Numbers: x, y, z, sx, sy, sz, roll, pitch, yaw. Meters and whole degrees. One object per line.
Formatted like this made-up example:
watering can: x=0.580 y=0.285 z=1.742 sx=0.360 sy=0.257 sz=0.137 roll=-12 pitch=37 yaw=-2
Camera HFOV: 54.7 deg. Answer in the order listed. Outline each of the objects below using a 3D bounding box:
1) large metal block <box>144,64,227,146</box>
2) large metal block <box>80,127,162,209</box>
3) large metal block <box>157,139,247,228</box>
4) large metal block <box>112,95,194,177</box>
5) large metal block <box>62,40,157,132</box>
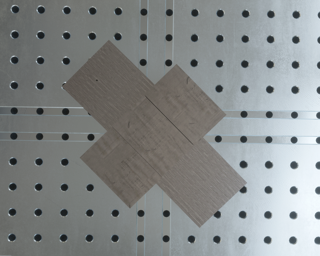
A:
large metal block: x=0.028 y=-0.026 z=0.387 sx=0.050 sy=0.080 sz=0.080 roll=-44 pitch=91 yaw=0
large metal block: x=-0.044 y=0.044 z=0.386 sx=0.050 sy=0.080 sz=0.080 roll=-44 pitch=91 yaw=0
large metal block: x=0.050 y=0.065 z=0.402 sx=0.080 sy=0.050 sz=0.080 roll=-44 pitch=91 yaw=1
large metal block: x=-0.008 y=0.009 z=0.386 sx=0.050 sy=0.080 sz=0.080 roll=-44 pitch=91 yaw=0
large metal block: x=-0.061 y=-0.050 z=0.397 sx=0.080 sy=0.050 sz=0.080 roll=45 pitch=91 yaw=-1
